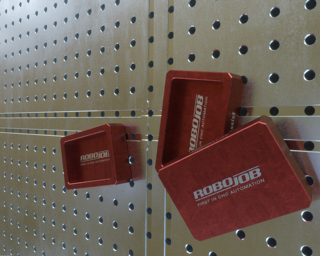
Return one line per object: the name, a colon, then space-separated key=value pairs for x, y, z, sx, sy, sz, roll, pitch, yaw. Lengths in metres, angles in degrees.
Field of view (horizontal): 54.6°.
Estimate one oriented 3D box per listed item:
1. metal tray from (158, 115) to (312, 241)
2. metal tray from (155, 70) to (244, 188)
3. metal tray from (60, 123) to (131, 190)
metal tray: x=0.073 y=0.055 z=0.321 sx=0.130 sy=0.030 sz=0.090 roll=-30 pitch=89 yaw=30
metal tray: x=0.044 y=-0.001 z=0.370 sx=0.090 sy=0.030 sz=0.129 roll=12 pitch=97 yaw=39
metal tray: x=-0.106 y=0.048 z=0.495 sx=0.130 sy=0.030 sz=0.090 roll=-14 pitch=81 yaw=39
